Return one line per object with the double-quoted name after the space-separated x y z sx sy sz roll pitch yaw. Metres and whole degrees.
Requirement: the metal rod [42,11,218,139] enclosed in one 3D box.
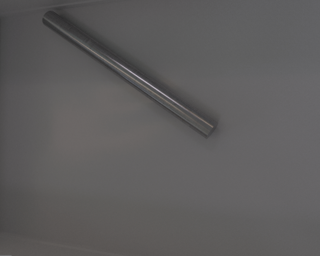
-0.051 -0.081 0.429 0.300 0.025 0.025 36 102 16 "metal rod"
